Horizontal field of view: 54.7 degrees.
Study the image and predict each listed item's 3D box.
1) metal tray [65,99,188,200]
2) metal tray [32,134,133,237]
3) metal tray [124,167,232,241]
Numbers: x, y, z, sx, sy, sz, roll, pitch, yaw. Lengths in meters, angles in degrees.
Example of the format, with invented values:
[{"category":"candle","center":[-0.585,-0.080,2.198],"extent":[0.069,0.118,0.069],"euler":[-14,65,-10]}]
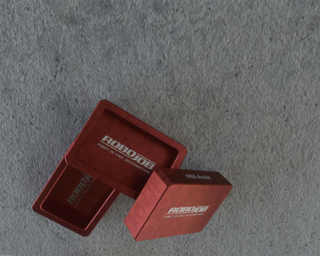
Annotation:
[{"category":"metal tray","center":[-0.041,0.034,0.396],"extent":[0.130,0.030,0.090],"euler":[31,77,-12]},{"category":"metal tray","center":[-0.107,0.082,0.436],"extent":[0.090,0.030,0.129],"euler":[32,107,-12]},{"category":"metal tray","center":[0.028,0.099,0.405],"extent":[0.131,0.030,0.089],"euler":[12,115,-44]}]
